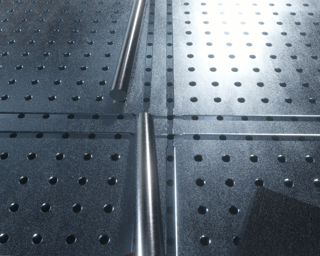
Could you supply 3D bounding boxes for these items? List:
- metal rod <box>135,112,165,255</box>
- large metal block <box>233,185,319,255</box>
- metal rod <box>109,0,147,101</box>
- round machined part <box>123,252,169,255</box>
[{"bbox_3d":[-0.011,0.079,0.297,0.025,0.025,0.300,-3,37,-2],"label":"metal rod"},{"bbox_3d":[0.119,0.114,0.296,0.080,0.050,0.080,20,53,15],"label":"large metal block"},{"bbox_3d":[-0.049,-0.162,0.542,0.025,0.025,0.300,3,50,3],"label":"metal rod"},{"bbox_3d":[-0.012,0.160,0.262,0.099,0.042,0.098,0,50,0],"label":"round machined part"}]
